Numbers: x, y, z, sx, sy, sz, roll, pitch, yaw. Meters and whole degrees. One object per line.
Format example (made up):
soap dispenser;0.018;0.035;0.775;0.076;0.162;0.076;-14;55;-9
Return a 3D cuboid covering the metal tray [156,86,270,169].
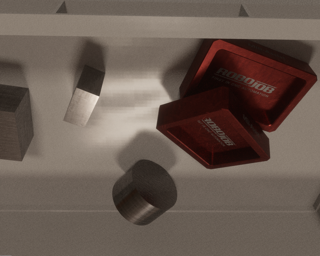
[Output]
metal tray;0.069;0.007;0.380;0.090;0.030;0.130;-15;143;34

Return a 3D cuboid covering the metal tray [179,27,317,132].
metal tray;0.100;-0.051;0.363;0.131;0.030;0.089;16;128;-14

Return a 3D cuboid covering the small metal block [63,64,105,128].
small metal block;-0.088;-0.037;0.360;0.025;0.050;0.050;21;127;-18

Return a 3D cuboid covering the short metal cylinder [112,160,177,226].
short metal cylinder;-0.022;0.094;0.453;0.080;0.080;0.050;30;124;-24

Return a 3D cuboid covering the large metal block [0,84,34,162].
large metal block;-0.208;-0.009;0.382;0.081;0.050;0.079;8;130;-7
